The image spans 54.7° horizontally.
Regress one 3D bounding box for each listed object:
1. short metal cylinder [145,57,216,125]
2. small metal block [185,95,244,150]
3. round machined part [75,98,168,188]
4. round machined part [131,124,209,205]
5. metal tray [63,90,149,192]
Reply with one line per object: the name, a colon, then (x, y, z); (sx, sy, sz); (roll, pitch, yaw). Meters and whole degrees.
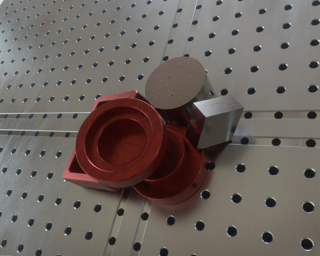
short metal cylinder: (0.028, -0.046, 0.404); (0.080, 0.050, 0.080); (-13, 56, 20)
small metal block: (0.061, -0.006, 0.351); (0.050, 0.050, 0.025); (-14, 47, -24)
round machined part: (-0.039, 0.019, 0.344); (0.098, 0.042, 0.098); (-6, 62, 13)
round machined part: (0.005, 0.038, 0.369); (0.098, 0.042, 0.098); (-13, 56, 20)
metal tray: (-0.071, 0.015, 0.417); (0.090, 0.030, 0.130); (-4, 59, 43)
